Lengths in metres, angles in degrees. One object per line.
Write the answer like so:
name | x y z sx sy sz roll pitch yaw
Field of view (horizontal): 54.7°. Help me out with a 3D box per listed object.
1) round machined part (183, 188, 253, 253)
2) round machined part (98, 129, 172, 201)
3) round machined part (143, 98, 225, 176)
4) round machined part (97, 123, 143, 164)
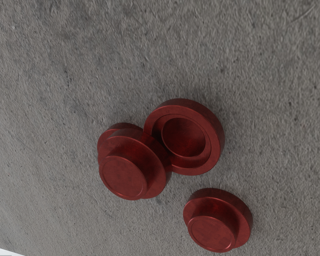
round machined part | 0.078 0.137 0.439 0.098 0.042 0.097 13 124 21
round machined part | -0.038 0.053 0.394 0.098 0.042 0.097 13 124 21
round machined part | 0.032 0.007 0.383 0.098 0.042 0.097 13 124 21
round machined part | -0.051 0.044 0.450 0.098 0.042 0.097 13 124 21
